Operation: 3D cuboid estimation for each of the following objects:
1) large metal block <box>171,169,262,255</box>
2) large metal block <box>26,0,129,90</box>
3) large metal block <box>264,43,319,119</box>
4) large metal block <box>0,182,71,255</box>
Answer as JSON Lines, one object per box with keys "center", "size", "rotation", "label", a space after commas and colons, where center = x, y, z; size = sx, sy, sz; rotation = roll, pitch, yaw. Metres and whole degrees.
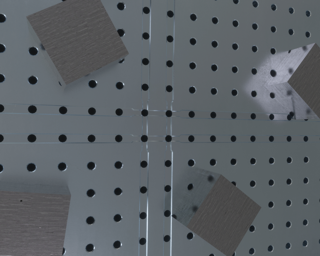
{"center": [0.077, 0.116, 0.428], "size": [0.080, 0.050, 0.080], "rotation": [39, 78, -16], "label": "large metal block"}
{"center": [-0.096, -0.101, 0.364], "size": [0.080, 0.050, 0.080], "rotation": [-31, 100, -17], "label": "large metal block"}
{"center": [0.225, -0.070, 0.482], "size": [0.080, 0.050, 0.080], "rotation": [42, 77, -15], "label": "large metal block"}
{"center": [-0.148, 0.107, 0.345], "size": [0.081, 0.050, 0.080], "rotation": [9, 87, -20], "label": "large metal block"}
